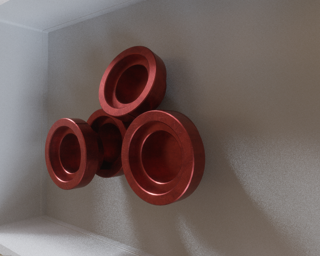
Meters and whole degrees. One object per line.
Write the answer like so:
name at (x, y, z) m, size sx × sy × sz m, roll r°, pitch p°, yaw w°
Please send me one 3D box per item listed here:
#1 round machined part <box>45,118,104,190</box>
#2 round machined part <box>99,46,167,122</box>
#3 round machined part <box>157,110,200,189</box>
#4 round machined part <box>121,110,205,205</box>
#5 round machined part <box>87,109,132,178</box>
round machined part at (-0.117, 0.035, 0.436) m, size 0.098 × 0.042 × 0.097 m, roll 0°, pitch 90°, yaw 40°
round machined part at (-0.031, -0.054, 0.407) m, size 0.098 × 0.042 × 0.098 m, roll -15°, pitch 63°, yaw 33°
round machined part at (0.012, 0.027, 0.385) m, size 0.098 × 0.042 × 0.097 m, roll 0°, pitch 90°, yaw 40°
round machined part at (0.007, 0.030, 0.334) m, size 0.098 × 0.042 × 0.097 m, roll 0°, pitch 90°, yaw 40°
round machined part at (-0.065, 0.021, 0.448) m, size 0.098 × 0.042 × 0.097 m, roll 0°, pitch 90°, yaw 40°
